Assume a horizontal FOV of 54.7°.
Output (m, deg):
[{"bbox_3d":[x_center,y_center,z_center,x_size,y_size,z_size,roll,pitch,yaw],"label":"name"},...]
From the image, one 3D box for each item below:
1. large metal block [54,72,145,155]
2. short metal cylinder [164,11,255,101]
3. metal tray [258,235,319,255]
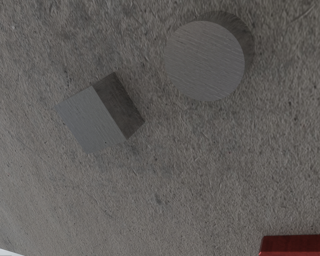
[{"bbox_3d":[-0.082,-0.019,0.422,0.080,0.050,0.080,-20,108,35],"label":"large metal block"},{"bbox_3d":[0.051,-0.074,0.318,0.080,0.050,0.079,13,124,21],"label":"short metal cylinder"},{"bbox_3d":[0.202,0.206,0.423,0.090,0.030,0.130,-16,110,34],"label":"metal tray"}]
